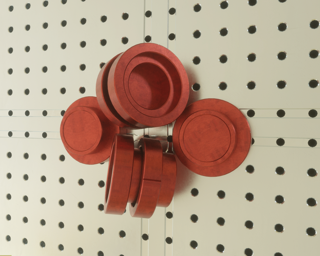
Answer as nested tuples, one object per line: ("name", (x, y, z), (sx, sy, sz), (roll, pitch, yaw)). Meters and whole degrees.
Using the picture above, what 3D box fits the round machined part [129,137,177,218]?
("round machined part", (-0.009, 0.063, 0.387), (0.042, 0.098, 0.097), (9, 94, -12))

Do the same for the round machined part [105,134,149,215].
("round machined part", (-0.041, 0.058, 0.384), (0.042, 0.098, 0.097), (8, 93, -12))

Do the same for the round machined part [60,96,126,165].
("round machined part", (-0.101, 0.004, 0.439), (0.098, 0.042, 0.097), (0, 90, 20))

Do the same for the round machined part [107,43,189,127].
("round machined part", (-0.017, -0.049, 0.373), (0.042, 0.099, 0.098), (-9, 86, 60))

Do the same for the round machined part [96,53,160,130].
("round machined part", (-0.035, -0.046, 0.399), (0.042, 0.099, 0.098), (-9, 86, 60))

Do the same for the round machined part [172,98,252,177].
("round machined part", (0.062, 0.012, 0.382), (0.098, 0.042, 0.097), (0, 90, 20))
